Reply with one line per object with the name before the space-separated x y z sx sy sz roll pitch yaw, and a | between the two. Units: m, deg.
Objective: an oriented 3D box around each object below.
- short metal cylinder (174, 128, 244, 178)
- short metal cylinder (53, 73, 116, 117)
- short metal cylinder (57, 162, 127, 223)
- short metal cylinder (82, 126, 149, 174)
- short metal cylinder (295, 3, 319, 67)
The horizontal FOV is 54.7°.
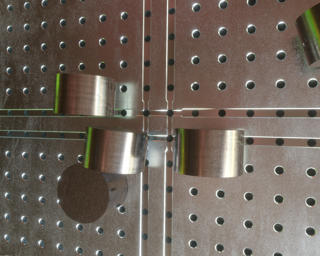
short metal cylinder | 0.057 0.026 0.363 0.080 0.080 0.050 2 91 20
short metal cylinder | -0.101 -0.043 0.419 0.080 0.080 0.050 4 92 20
short metal cylinder | -0.093 0.086 0.432 0.080 0.050 0.079 0 91 20
short metal cylinder | -0.057 0.026 0.404 0.080 0.080 0.050 8 93 20
short metal cylinder | 0.188 -0.100 0.317 0.080 0.080 0.050 -17 84 19
